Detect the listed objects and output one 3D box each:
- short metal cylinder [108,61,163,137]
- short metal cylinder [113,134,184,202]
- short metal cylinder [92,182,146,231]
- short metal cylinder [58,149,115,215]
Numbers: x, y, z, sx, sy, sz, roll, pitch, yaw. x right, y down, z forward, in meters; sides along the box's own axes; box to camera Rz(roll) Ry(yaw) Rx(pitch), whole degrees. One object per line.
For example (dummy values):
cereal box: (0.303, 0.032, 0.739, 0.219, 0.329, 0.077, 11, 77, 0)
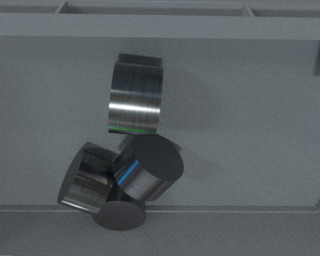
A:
short metal cylinder: (-0.027, -0.032, 0.346, 0.050, 0.080, 0.079, 6, 130, -5)
short metal cylinder: (-0.015, 0.051, 0.416, 0.080, 0.080, 0.050, 27, 125, -21)
short metal cylinder: (-0.063, 0.120, 0.494, 0.081, 0.050, 0.079, 0, 130, 0)
short metal cylinder: (-0.103, 0.076, 0.436, 0.050, 0.080, 0.080, 26, 125, -21)
